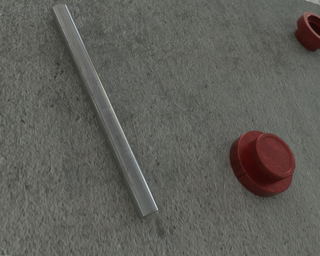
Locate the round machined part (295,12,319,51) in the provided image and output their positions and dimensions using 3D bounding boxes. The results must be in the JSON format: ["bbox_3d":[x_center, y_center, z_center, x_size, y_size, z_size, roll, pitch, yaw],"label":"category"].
[{"bbox_3d":[0.354,-0.217,0.716,0.099,0.042,0.098,14,56,-21],"label":"round machined part"}]

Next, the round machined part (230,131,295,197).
[{"bbox_3d":[0.154,0.046,0.447,0.099,0.042,0.098,14,56,-21],"label":"round machined part"}]

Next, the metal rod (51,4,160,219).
[{"bbox_3d":[-0.075,-0.033,0.383,0.025,0.025,0.299,-14,69,-34],"label":"metal rod"}]
